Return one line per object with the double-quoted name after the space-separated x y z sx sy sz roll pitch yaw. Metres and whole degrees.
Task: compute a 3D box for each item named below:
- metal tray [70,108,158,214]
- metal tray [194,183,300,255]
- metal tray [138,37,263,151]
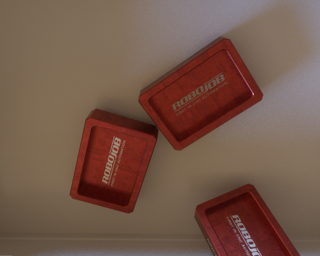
-0.063 0.047 0.416 0.091 0.030 0.129 16 115 -4 "metal tray"
0.113 0.147 0.402 0.091 0.130 0.030 -20 146 -12 "metal tray"
0.050 -0.042 0.393 0.130 0.030 0.090 -33 107 11 "metal tray"
